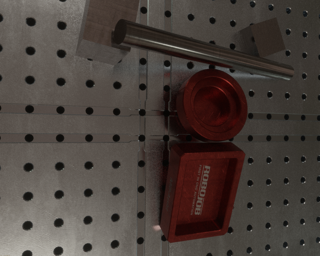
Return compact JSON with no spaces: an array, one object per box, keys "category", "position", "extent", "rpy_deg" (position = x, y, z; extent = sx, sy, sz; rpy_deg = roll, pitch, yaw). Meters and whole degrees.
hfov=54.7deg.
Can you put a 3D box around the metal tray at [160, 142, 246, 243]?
[{"category":"metal tray","position":[0.054,0.084,0.408],"extent":[0.091,0.030,0.129],"rpy_deg":[0,111,-21]}]

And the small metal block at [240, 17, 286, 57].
[{"category":"small metal block","position":[0.157,-0.135,0.472],"extent":[0.050,0.025,0.050],"rpy_deg":[-22,98,-19]}]

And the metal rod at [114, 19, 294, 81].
[{"category":"metal rod","position":[0.081,-0.091,0.398],"extent":[0.302,0.025,0.025],"rpy_deg":[2,90,-37]}]

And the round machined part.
[{"category":"round machined part","position":[0.066,-0.028,0.424],"extent":[0.099,0.042,0.097],"rpy_deg":[4,79,-21]}]

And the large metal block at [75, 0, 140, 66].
[{"category":"large metal block","position":[-0.062,-0.125,0.361],"extent":[0.050,0.080,0.080],"rpy_deg":[11,86,-20]}]
